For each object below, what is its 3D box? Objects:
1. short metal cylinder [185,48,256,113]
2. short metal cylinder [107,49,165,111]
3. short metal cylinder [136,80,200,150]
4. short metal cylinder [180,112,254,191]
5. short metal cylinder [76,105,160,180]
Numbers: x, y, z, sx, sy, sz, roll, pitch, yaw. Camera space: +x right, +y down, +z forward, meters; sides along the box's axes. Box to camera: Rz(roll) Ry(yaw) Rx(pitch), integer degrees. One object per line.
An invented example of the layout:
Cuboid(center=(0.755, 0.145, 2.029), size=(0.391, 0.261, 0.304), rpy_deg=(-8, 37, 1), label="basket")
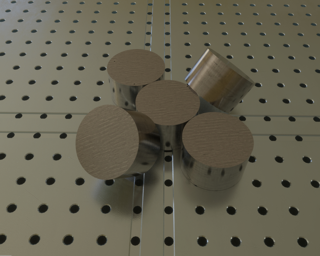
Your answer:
Cuboid(center=(0.081, -0.065, 0.420), size=(0.080, 0.050, 0.080), rpy_deg=(32, 21, -14), label="short metal cylinder")
Cuboid(center=(-0.033, -0.070, 0.449), size=(0.081, 0.050, 0.080), rpy_deg=(0, 50, 0), label="short metal cylinder")
Cuboid(center=(0.010, -0.018, 0.406), size=(0.081, 0.050, 0.080), rpy_deg=(0, 50, 0), label="short metal cylinder")
Cuboid(center=(0.065, 0.027, 0.369), size=(0.081, 0.050, 0.080), rpy_deg=(0, 50, 0), label="short metal cylinder")
Cuboid(center=(-0.047, 0.017, 0.350), size=(0.080, 0.050, 0.080), rpy_deg=(-3, 84, 25), label="short metal cylinder")
